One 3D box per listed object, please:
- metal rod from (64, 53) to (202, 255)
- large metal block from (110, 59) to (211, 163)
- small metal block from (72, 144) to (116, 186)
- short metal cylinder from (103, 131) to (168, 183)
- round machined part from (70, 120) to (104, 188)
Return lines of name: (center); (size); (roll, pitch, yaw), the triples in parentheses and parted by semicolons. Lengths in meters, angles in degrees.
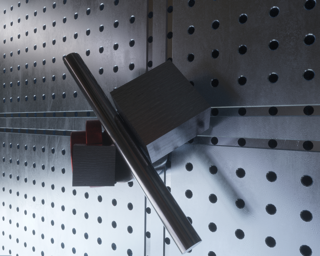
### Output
metal rod: (-0.047, 0.012, 0.378); (0.025, 0.025, 0.300); (-51, 61, 28)
large metal block: (0.001, -0.020, 0.359); (0.080, 0.050, 0.080); (-31, 63, -11)
small metal block: (-0.082, 0.046, 0.388); (0.025, 0.050, 0.050); (-166, 78, -80)
short metal cylinder: (-0.036, 0.031, 0.418); (0.080, 0.050, 0.079); (0, 90, 40)
round machined part: (-0.104, 0.037, 0.446); (0.098, 0.042, 0.097); (177, 89, -78)
